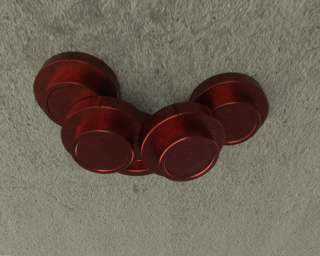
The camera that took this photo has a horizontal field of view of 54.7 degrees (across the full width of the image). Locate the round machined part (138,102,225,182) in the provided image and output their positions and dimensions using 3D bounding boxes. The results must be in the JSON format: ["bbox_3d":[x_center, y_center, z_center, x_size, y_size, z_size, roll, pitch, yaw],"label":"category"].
[{"bbox_3d":[0.027,0.022,0.348,0.099,0.042,0.097,-9,130,-10],"label":"round machined part"}]

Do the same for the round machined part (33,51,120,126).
[{"bbox_3d":[-0.098,-0.036,0.364,0.099,0.042,0.097,-1,130,0],"label":"round machined part"}]

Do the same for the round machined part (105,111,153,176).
[{"bbox_3d":[-0.032,0.016,0.411,0.099,0.042,0.097,-1,130,0],"label":"round machined part"}]

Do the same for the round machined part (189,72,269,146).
[{"bbox_3d":[0.086,-0.016,0.384,0.099,0.042,0.097,-1,130,0],"label":"round machined part"}]

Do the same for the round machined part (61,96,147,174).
[{"bbox_3d":[-0.063,0.015,0.354,0.099,0.042,0.097,-1,130,0],"label":"round machined part"}]
